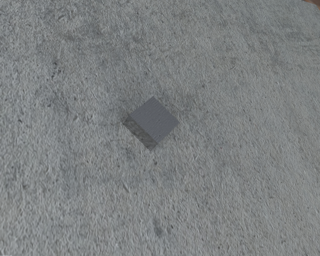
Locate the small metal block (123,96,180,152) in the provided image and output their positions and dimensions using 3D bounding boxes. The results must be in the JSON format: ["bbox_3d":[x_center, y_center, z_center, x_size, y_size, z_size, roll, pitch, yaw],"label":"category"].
[{"bbox_3d":[-0.011,-0.006,0.405,0.050,0.025,0.050,45,51,3],"label":"small metal block"}]
